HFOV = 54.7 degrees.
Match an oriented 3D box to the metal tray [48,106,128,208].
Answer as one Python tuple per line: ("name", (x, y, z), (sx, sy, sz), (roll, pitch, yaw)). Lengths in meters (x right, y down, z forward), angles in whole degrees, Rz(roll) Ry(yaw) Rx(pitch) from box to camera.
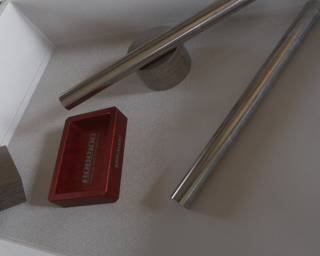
("metal tray", (-0.097, 0.039, 0.427), (0.090, 0.030, 0.130), (-11, 57, 22))

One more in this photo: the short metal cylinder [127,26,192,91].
("short metal cylinder", (-0.001, -0.101, 0.451), (0.080, 0.050, 0.080), (-13, 56, 20))

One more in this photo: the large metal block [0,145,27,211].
("large metal block", (-0.250, 0.078, 0.445), (0.081, 0.050, 0.080), (-19, 43, -31))

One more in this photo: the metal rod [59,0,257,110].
("metal rod", (-0.002, -0.107, 0.406), (0.301, 0.025, 0.025), (-29, 52, 9))

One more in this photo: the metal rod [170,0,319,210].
("metal rod", (0.109, -0.035, 0.369), (0.025, 0.025, 0.300), (29, 77, 37))
